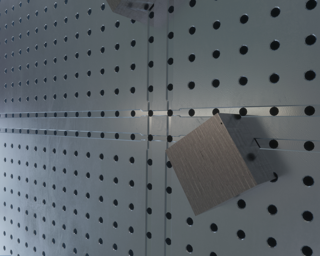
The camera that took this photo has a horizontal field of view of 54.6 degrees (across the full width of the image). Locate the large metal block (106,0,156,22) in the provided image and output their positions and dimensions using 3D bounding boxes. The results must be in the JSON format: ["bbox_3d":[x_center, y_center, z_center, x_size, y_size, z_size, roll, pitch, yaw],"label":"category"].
[{"bbox_3d":[-0.039,-0.210,0.427,0.080,0.050,0.080,-43,64,32],"label":"large metal block"}]

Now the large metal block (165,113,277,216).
[{"bbox_3d":[0.064,0.039,0.341,0.080,0.050,0.080,-38,67,33],"label":"large metal block"}]
